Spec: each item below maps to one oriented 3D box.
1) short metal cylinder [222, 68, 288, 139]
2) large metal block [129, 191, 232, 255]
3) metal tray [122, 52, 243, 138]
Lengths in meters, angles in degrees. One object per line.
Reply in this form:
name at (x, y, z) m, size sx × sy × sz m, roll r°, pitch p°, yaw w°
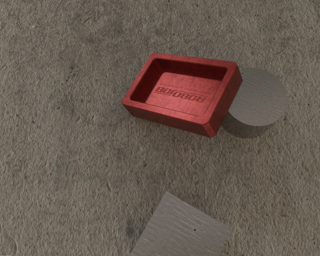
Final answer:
short metal cylinder at (0.118, -0.031, 0.407) m, size 0.081 × 0.050 × 0.080 m, roll 0°, pitch 70°, yaw 0°
large metal block at (0.022, 0.129, 0.348) m, size 0.080 × 0.050 × 0.080 m, roll 29°, pitch 72°, yaw 10°
metal tray at (0.026, -0.047, 0.392) m, size 0.130 × 0.030 × 0.090 m, roll 16°, pitch 68°, yaw 35°
